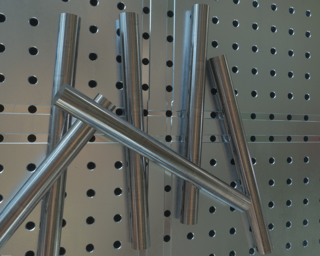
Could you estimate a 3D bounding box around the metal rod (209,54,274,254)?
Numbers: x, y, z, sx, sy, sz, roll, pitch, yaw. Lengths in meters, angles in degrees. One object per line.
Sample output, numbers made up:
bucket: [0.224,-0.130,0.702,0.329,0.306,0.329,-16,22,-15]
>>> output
metal rod: [0.121,0.042,0.456,0.025,0.025,0.299,-17,96,-19]

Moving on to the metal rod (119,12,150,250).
metal rod: [-0.033,0.005,0.400,0.025,0.025,0.298,-3,91,-20]

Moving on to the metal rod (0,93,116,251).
metal rod: [-0.152,0.086,0.337,0.025,0.025,0.300,40,85,-16]

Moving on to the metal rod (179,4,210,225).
metal rod: [0.048,-0.019,0.429,0.025,0.025,0.298,4,89,-20]

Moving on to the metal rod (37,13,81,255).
metal rod: [-0.120,0.016,0.368,0.025,0.025,0.298,5,88,-20]

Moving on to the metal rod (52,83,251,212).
metal rod: [0.012,0.038,0.375,0.301,0.025,0.025,33,79,-30]
